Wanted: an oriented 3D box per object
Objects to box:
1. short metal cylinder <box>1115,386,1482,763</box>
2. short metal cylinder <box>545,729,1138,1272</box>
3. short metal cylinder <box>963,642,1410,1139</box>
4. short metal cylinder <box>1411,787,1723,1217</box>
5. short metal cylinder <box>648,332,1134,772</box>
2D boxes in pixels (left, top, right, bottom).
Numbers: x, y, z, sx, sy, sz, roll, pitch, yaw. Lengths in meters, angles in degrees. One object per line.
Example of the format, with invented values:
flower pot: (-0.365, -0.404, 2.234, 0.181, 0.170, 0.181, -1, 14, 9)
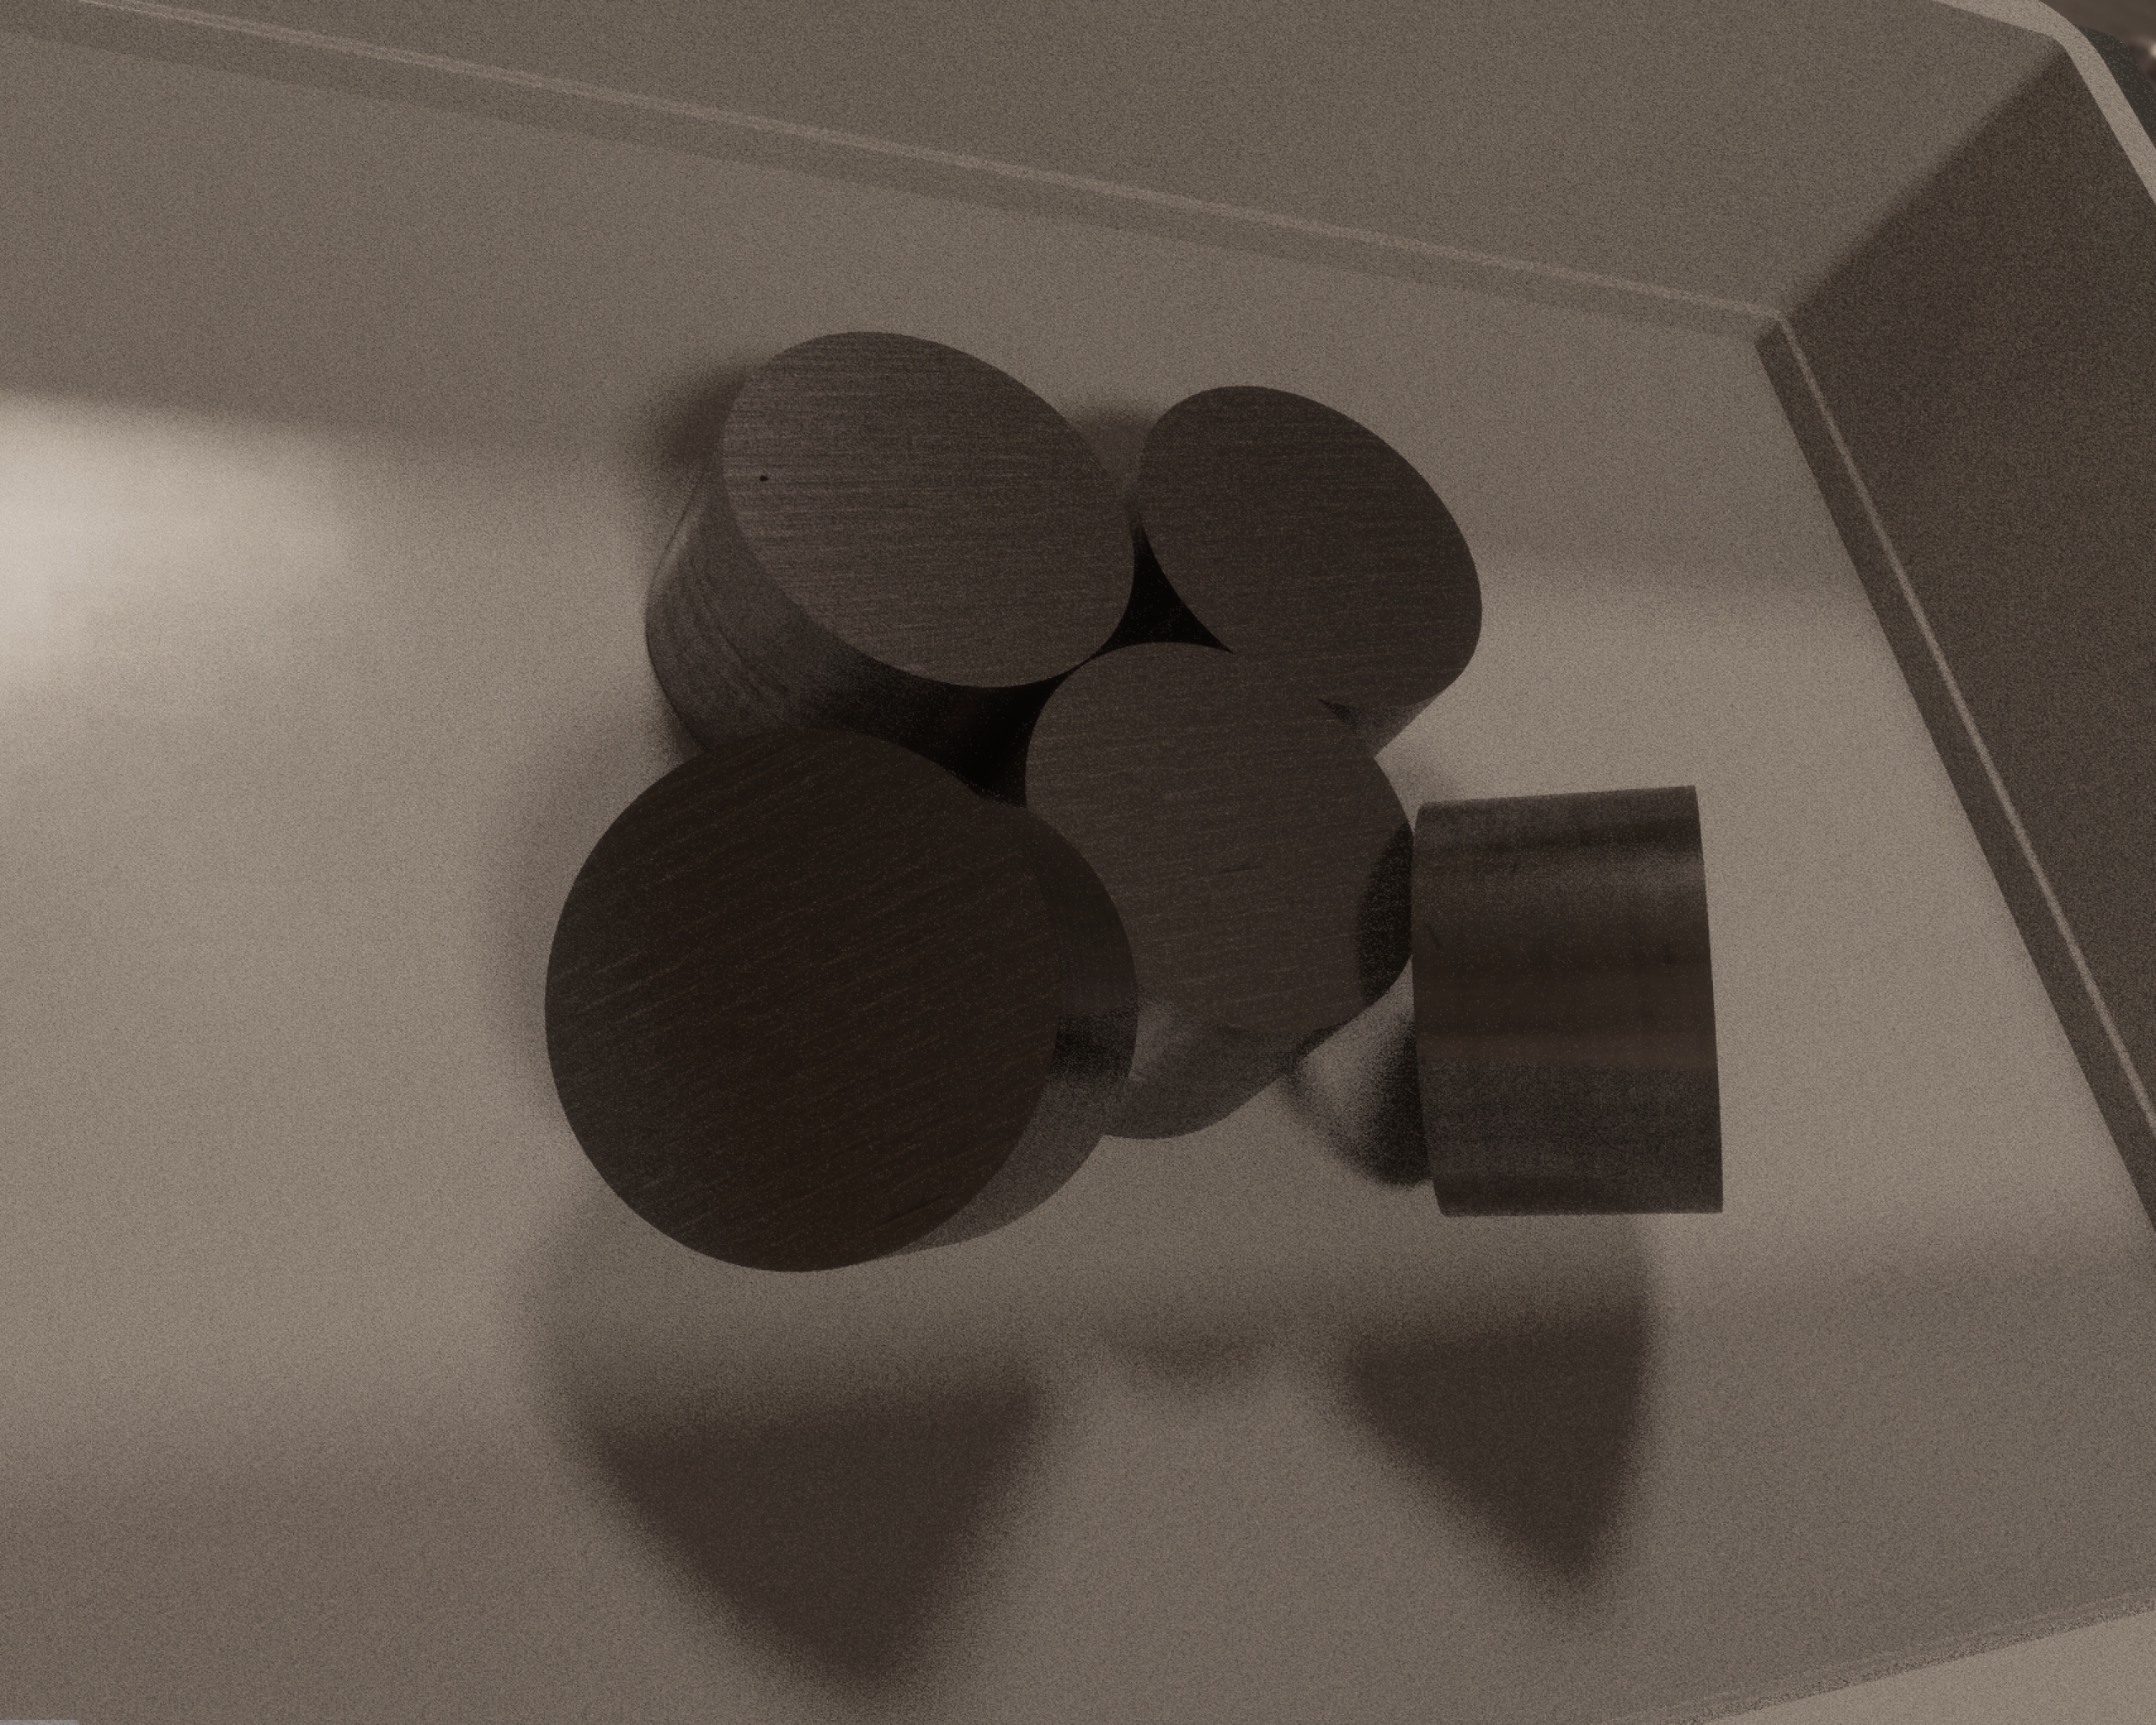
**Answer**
short metal cylinder: (0.038, -0.054, 0.443, 0.081, 0.050, 0.080, 14, 56, -21)
short metal cylinder: (-0.035, 0.022, 0.330, 0.080, 0.080, 0.050, 59, 8, 13)
short metal cylinder: (0.017, 0.006, 0.393, 0.081, 0.050, 0.080, 14, 56, -21)
short metal cylinder: (0.094, 0.027, 0.396, 0.050, 0.080, 0.080, -4, 55, 15)
short metal cylinder: (-0.036, -0.054, 0.401, 0.081, 0.050, 0.080, 14, 56, -21)
